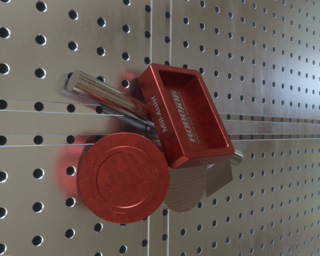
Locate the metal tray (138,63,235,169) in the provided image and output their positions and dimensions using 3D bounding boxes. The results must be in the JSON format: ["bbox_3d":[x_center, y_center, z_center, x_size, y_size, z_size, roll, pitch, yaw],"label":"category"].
[{"bbox_3d":[0.033,-0.017,0.391,0.091,0.030,0.130,0,61,-41],"label":"metal tray"}]

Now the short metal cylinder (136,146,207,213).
[{"bbox_3d":[0.015,0.064,0.401,0.081,0.050,0.079,0,90,-40],"label":"short metal cylinder"}]

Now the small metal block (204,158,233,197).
[{"bbox_3d":[0.077,0.065,0.456,0.050,0.025,0.050,-29,125,-20],"label":"small metal block"}]

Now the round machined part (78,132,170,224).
[{"bbox_3d":[-0.038,0.053,0.332,0.099,0.042,0.097,1,86,-7],"label":"round machined part"}]

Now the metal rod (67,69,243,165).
[{"bbox_3d":[0.017,-0.001,0.419,0.302,0.025,0.025,25,75,-37],"label":"metal rod"}]
